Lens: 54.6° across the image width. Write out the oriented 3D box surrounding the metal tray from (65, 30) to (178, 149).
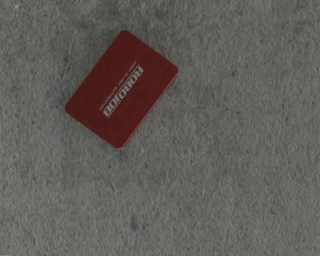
[{"bbox_3d":[-0.049,-0.049,0.407,0.090,0.030,0.130,37,90,0],"label":"metal tray"}]
